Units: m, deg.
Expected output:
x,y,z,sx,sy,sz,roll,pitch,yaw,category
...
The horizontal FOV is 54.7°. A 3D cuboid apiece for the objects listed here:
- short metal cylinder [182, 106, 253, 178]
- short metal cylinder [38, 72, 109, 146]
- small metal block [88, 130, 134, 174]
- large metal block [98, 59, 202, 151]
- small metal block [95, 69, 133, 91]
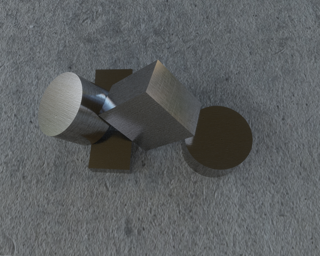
x,y,z,sx,sy,sz,roll,pitch,yaw,category
0.069,0.019,0.390,0.081,0.050,0.080,0,70,0,short metal cylinder
-0.104,-0.022,0.384,0.080,0.050,0.080,-13,67,33,short metal cylinder
-0.061,0.031,0.397,0.050,0.025,0.050,3,70,0,small metal block
-0.011,-0.022,0.368,0.080,0.080,0.050,41,48,-30,large metal block
-0.063,-0.053,0.428,0.050,0.025,0.050,-1,70,-1,small metal block
